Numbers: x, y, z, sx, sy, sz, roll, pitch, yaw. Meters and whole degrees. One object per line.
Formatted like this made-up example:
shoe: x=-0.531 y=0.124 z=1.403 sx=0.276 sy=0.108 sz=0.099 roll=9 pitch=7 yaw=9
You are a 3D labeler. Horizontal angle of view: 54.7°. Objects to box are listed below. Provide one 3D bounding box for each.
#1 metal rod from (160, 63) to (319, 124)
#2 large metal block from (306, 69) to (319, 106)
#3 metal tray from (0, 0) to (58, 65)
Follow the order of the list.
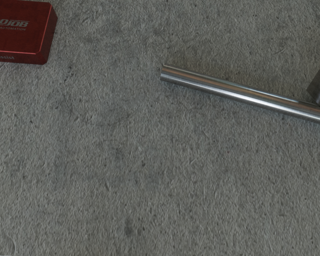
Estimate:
metal rod: x=0.148 y=-0.037 z=0.423 sx=0.301 sy=0.025 sz=0.025 roll=16 pitch=71 yaw=5
large metal block: x=0.254 y=-0.045 z=0.396 sx=0.081 sy=0.050 sz=0.080 roll=-11 pitch=53 yaw=-17
metal tray: x=-0.227 y=-0.143 z=0.455 sx=0.131 sy=0.030 sz=0.090 roll=5 pitch=70 yaw=1
